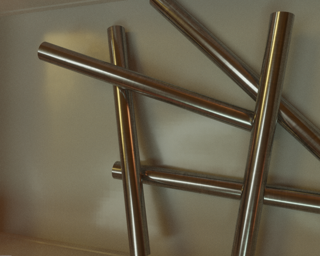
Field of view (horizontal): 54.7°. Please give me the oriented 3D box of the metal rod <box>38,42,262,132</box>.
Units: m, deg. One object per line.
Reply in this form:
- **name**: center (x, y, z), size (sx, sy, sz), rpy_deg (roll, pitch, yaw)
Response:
- **metal rod**: center (-0.012, -0.051, 0.386), size (0.301, 0.025, 0.025), rpy_deg (20, 97, 8)

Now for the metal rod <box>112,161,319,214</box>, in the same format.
- **metal rod**: center (0.081, 0.073, 0.381), size (0.301, 0.025, 0.025), rpy_deg (6, 92, 19)

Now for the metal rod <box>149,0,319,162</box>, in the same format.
- **metal rod**: center (0.096, -0.068, 0.376), size (0.300, 0.025, 0.025), rpy_deg (47, 104, 13)

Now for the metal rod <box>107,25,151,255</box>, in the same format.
- **metal rod**: center (-0.043, 0.009, 0.404), size (0.025, 0.025, 0.298), rpy_deg (-11, 79, 19)

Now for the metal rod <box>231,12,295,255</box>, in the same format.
- **metal rod**: center (0.111, 0.026, 0.343), size (0.025, 0.025, 0.298), rpy_deg (9, 93, 19)
